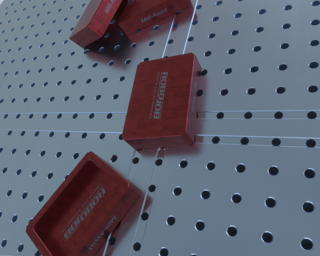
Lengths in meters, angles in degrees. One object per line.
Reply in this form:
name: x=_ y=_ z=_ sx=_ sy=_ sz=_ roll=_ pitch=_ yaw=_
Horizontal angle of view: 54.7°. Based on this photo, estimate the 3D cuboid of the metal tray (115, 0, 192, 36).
metal tray: x=-0.017 y=-0.228 z=0.552 sx=0.130 sy=0.030 sz=0.090 roll=-21 pitch=54 yaw=15

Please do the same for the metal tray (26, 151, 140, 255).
metal tray: x=-0.098 y=0.104 z=0.390 sx=0.090 sy=0.030 sz=0.130 roll=31 pitch=79 yaw=37

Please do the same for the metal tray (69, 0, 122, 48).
metal tray: x=-0.110 y=-0.217 z=0.570 sx=0.090 sy=0.030 sz=0.130 roll=-2 pitch=59 yaw=53

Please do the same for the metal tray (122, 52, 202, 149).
metal tray: x=0.005 y=-0.038 z=0.424 sx=0.090 sy=0.030 sz=0.130 roll=-5 pitch=59 yaw=25
